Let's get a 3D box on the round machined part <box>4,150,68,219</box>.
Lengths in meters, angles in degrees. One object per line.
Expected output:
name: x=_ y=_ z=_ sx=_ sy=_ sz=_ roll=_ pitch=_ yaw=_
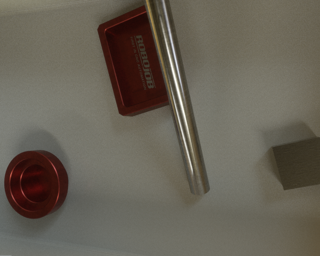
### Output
round machined part: x=-0.178 y=0.081 z=0.462 sx=0.098 sy=0.042 sz=0.097 roll=0 pitch=90 yaw=19

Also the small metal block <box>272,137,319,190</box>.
small metal block: x=0.161 y=0.040 z=0.354 sx=0.050 sy=0.025 sz=0.050 roll=-15 pitch=85 yaw=19

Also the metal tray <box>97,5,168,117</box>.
metal tray: x=-0.024 y=-0.089 z=0.415 sx=0.090 sy=0.030 sz=0.129 roll=-17 pitch=85 yaw=18

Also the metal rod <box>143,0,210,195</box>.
metal rod: x=0.016 y=-0.056 z=0.340 sx=0.025 sy=0.025 sz=0.298 roll=-7 pitch=113 yaw=19
